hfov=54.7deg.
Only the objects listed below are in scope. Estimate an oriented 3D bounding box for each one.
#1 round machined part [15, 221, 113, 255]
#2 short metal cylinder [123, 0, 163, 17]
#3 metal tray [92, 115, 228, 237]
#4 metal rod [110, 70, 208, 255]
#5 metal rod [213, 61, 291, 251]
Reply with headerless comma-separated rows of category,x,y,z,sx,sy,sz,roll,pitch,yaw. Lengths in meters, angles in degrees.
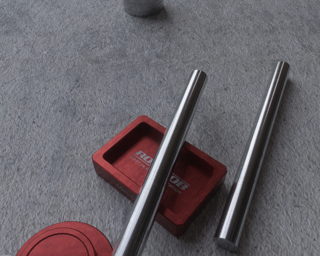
round machined part,-0.089,0.131,0.282,0.099,0.042,0.098,0,50,0
short metal cylinder,-0.033,-0.261,0.606,0.081,0.050,0.080,0,50,0
metal tray,-0.001,0.048,0.359,0.130,0.030,0.090,33,57,24
metal rod,0.003,0.039,0.330,0.025,0.025,0.301,15,51,12
metal rod,0.127,0.011,0.395,0.025,0.025,0.301,20,53,15
